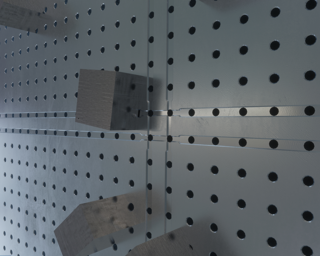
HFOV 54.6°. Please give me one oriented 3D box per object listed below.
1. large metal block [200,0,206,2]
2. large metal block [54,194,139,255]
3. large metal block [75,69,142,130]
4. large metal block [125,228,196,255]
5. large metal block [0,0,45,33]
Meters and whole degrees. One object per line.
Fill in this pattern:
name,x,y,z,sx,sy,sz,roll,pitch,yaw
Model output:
large metal block,0.064,-0.198,0.341,0.080,0.050,0.080,-6,87,40
large metal block,-0.093,0.145,0.452,0.080,0.081,0.050,-46,63,30
large metal block,-0.077,-0.042,0.458,0.080,0.050,0.080,12,98,39
large metal block,0.005,0.177,0.370,0.050,0.081,0.080,-50,61,29
large metal block,-0.288,-0.243,0.613,0.050,0.081,0.080,-45,63,31
